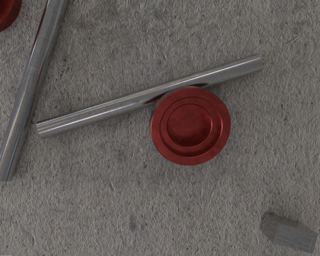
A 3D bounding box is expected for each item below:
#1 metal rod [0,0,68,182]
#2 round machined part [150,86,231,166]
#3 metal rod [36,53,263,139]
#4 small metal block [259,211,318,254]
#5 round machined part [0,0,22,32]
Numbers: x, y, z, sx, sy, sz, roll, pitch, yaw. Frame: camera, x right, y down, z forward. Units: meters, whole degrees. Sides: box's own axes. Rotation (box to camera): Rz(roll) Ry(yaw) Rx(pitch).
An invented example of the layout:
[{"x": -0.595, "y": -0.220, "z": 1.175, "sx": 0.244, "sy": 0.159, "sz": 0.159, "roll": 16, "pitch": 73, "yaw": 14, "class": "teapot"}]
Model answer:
[{"x": -0.164, "y": -0.076, "z": 0.408, "sx": 0.025, "sy": 0.025, "sz": 0.298, "roll": 17, "pitch": 90, "yaw": 0, "class": "metal rod"}, {"x": 0.036, "y": -0.005, "z": 0.394, "sx": 0.099, "sy": 0.042, "sz": 0.097, "roll": -2, "pitch": 105, "yaw": -6, "class": "round machined part"}, {"x": -0.013, "y": -0.042, "z": 0.409, "sx": 0.302, "sy": 0.025, "sz": 0.025, "roll": -17, "pitch": 90, "yaw": 0, "class": "metal rod"}, {"x": 0.164, "y": 0.133, "z": 0.399, "sx": 0.050, "sy": 0.050, "sz": 0.025, "roll": 16, "pitch": 90, "yaw": 0, "class": "small metal block"}, {"x": -0.237, "y": -0.175, "z": 0.399, "sx": 0.099, "sy": 0.042, "sz": 0.097, "roll": 0, "pitch": 90, "yaw": 0, "class": "round machined part"}]
